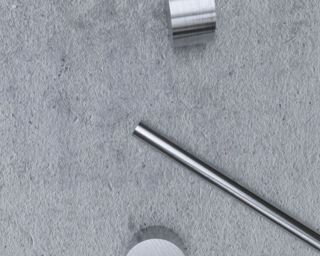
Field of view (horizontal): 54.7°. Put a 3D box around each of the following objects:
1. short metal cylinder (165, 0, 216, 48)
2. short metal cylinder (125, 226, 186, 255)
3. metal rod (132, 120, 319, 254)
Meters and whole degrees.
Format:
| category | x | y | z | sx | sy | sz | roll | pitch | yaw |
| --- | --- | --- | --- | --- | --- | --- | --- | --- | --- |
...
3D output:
| category | x | y | z | sx | sy | sz | roll | pitch | yaw |
| --- | --- | --- | --- | --- | --- | --- | --- | --- | --- |
| short metal cylinder | 0.035 | -0.143 | 0.383 | 0.050 | 0.080 | 0.080 | -9 | 90 | 0 |
| short metal cylinder | -0.006 | 0.173 | 0.398 | 0.081 | 0.050 | 0.079 | 0 | 90 | -1 |
| metal rod | 0.097 | 0.080 | 0.411 | 0.301 | 0.025 | 0.025 | 32 | 90 | -1 |
